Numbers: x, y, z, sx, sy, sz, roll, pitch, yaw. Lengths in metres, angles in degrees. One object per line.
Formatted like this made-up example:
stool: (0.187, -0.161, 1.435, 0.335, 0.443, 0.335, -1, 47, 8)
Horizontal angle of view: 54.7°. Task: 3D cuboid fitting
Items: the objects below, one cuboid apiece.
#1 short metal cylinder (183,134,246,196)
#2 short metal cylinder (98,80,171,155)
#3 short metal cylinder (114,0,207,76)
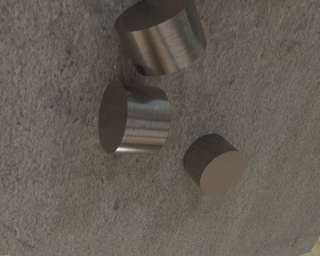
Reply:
short metal cylinder: (0.083, 0.055, 0.472, 0.081, 0.050, 0.079, -14, 125, -21)
short metal cylinder: (-0.031, -0.010, 0.349, 0.050, 0.080, 0.079, 5, 116, -31)
short metal cylinder: (0.002, -0.097, 0.313, 0.080, 0.080, 0.050, -32, 129, -8)
